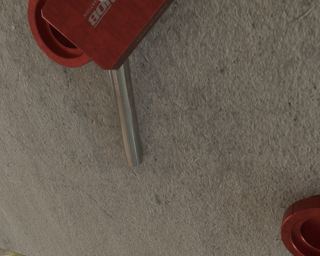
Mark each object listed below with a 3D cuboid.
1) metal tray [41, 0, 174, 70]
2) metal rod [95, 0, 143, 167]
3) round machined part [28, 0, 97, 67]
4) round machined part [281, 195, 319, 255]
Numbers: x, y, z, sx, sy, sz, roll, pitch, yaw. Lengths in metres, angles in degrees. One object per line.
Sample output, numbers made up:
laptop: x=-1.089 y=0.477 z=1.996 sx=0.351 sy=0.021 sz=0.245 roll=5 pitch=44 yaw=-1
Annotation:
metal tray: x=-0.042 y=-0.134 z=0.307 sx=0.090 sy=0.030 sz=0.130 roll=41 pitch=102 yaw=0
metal rod: x=-0.047 y=-0.065 z=0.359 sx=0.025 sy=0.025 sz=0.298 roll=14 pitch=134 yaw=20
round machined part: x=-0.105 y=-0.126 z=0.373 sx=0.098 sy=0.042 sz=0.097 roll=13 pitch=124 yaw=20
round machined part: x=0.197 y=0.118 z=0.365 sx=0.098 sy=0.042 sz=0.097 roll=13 pitch=124 yaw=21
